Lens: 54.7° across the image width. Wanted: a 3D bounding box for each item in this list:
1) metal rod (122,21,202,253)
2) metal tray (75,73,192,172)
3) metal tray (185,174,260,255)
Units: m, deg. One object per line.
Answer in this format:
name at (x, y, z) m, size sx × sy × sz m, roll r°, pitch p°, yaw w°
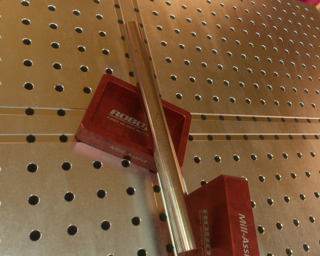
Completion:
metal rod at (-0.005, -0.009, 0.372) m, size 0.025 × 0.025 × 0.299 m, roll -1°, pitch 62°, yaw -29°
metal tray at (-0.028, -0.004, 0.393) m, size 0.131 × 0.030 × 0.090 m, roll 24°, pitch 53°, yaw -14°
metal tray at (0.061, 0.125, 0.324) m, size 0.030 × 0.090 × 0.130 m, roll 13°, pitch 56°, yaw -22°
